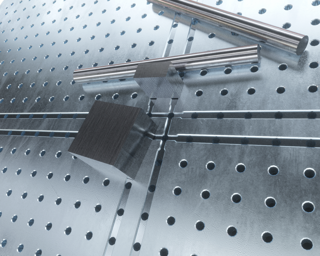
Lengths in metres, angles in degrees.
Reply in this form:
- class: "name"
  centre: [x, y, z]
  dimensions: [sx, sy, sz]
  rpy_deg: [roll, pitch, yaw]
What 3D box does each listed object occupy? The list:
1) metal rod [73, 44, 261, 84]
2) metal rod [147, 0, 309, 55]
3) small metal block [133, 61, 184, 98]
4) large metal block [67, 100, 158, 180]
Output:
- class: "metal rod"
  centre: [-0.007, -0.092, 0.466]
  dimensions: [0.301, 0.025, 0.025]
  rpy_deg: [-2, 61, 27]
- class: "metal rod"
  centre: [0.079, -0.171, 0.470]
  dimensions: [0.025, 0.025, 0.300]
  rpy_deg: [-49, 52, -6]
- class: "small metal block"
  centre: [-0.001, -0.066, 0.432]
  dimensions: [0.050, 0.050, 0.025]
  rpy_deg: [3, 63, 29]
- class: "large metal block"
  centre: [-0.061, 0.014, 0.414]
  dimensions: [0.080, 0.050, 0.080]
  rpy_deg: [12, 68, 32]
